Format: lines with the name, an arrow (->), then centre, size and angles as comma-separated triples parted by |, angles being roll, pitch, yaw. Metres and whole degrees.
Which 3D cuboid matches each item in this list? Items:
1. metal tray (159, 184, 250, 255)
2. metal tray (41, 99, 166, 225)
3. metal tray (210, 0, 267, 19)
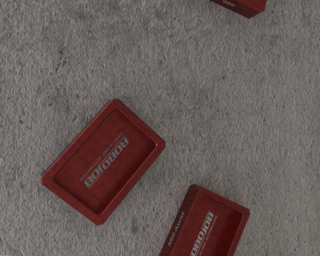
metal tray -> 0.060, 0.155, 0.428 | 0.090, 0.030, 0.130 | 28, 81, -18
metal tray -> -0.067, 0.040, 0.381 | 0.090, 0.030, 0.130 | 43, 76, -15
metal tray -> 0.097, -0.225, 0.442 | 0.131, 0.030, 0.090 | 16, 85, -20
